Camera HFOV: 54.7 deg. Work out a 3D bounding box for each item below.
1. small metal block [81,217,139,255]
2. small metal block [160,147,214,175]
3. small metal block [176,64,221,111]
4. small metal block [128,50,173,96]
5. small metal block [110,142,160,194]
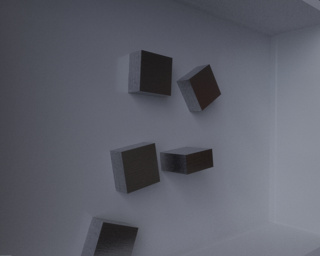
[{"bbox_3d":[-0.058,0.134,0.358,0.050,0.025,0.050,24,75,-37],"label":"small metal block"},{"bbox_3d":[0.036,0.043,0.420,0.050,0.050,0.025,-9,96,-40],"label":"small metal block"},{"bbox_3d":[0.058,-0.059,0.455,0.050,0.025,0.050,-39,114,-33],"label":"small metal block"},{"bbox_3d":[-0.012,-0.068,0.396,0.050,0.025,0.050,4,88,-40],"label":"small metal block"},{"bbox_3d":[-0.030,0.047,0.381,0.050,0.025,0.050,-13,98,-39],"label":"small metal block"}]
